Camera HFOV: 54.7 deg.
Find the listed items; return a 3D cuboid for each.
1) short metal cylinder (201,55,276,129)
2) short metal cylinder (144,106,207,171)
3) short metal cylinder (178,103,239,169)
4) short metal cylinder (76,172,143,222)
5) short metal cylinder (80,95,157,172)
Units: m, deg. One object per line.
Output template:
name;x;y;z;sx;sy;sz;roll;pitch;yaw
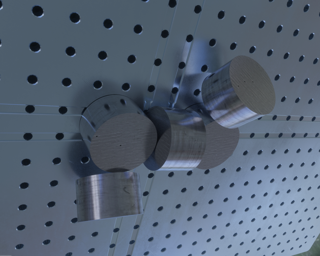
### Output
short metal cylinder;0.100;-0.045;0.396;0.081;0.080;0.050;9;156;-33
short metal cylinder;0.014;0.014;0.393;0.050;0.080;0.079;5;116;-31
short metal cylinder;0.064;0.011;0.438;0.081;0.050;0.079;-14;125;-21
short metal cylinder;-0.063;0.088;0.389;0.081;0.050;0.080;-7;164;-2
short metal cylinder;-0.050;0.007;0.372;0.081;0.050;0.079;-14;125;-21
